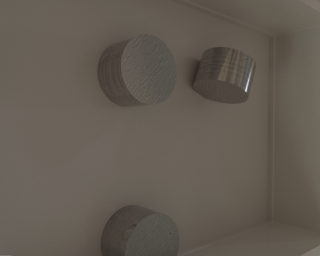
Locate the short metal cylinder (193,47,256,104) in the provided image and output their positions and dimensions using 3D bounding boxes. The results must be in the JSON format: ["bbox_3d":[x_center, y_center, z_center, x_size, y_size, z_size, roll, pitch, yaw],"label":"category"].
[{"bbox_3d":[0.094,-0.074,0.452,0.080,0.080,0.050,27,73,-37],"label":"short metal cylinder"}]

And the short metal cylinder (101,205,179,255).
[{"bbox_3d":[-0.023,0.138,0.373,0.081,0.050,0.079,0,90,-40],"label":"short metal cylinder"}]

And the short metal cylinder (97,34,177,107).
[{"bbox_3d":[-0.026,-0.066,0.370,0.081,0.050,0.079,0,90,-40],"label":"short metal cylinder"}]
